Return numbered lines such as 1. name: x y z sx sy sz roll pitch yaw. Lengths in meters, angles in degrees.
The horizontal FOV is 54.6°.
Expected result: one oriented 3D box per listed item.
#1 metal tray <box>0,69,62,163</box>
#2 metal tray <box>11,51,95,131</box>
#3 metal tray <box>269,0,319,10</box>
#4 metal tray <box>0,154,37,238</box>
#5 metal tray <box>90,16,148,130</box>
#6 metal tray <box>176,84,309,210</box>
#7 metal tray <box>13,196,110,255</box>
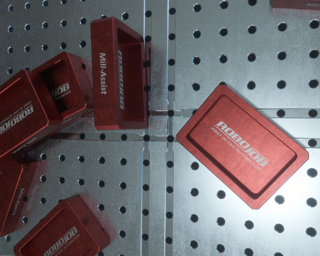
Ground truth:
1. metal tray: -0.216 -0.014 0.454 0.130 0.030 0.090 -30 80 17
2. metal tray: -0.168 -0.046 0.470 0.130 0.030 0.090 -24 82 18
3. metal tray: 0.196 -0.179 0.340 0.130 0.030 0.090 11 94 19
4. metal tray: -0.263 0.099 0.504 0.090 0.030 0.129 24 98 18
5. metal tray: -0.049 -0.063 0.395 0.030 0.090 0.129 -3 89 20
6. metal tray: 0.096 0.021 0.375 0.130 0.030 0.090 43 103 15
7. metal tray: -0.149 0.176 0.463 0.130 0.030 0.090 -43 77 15
